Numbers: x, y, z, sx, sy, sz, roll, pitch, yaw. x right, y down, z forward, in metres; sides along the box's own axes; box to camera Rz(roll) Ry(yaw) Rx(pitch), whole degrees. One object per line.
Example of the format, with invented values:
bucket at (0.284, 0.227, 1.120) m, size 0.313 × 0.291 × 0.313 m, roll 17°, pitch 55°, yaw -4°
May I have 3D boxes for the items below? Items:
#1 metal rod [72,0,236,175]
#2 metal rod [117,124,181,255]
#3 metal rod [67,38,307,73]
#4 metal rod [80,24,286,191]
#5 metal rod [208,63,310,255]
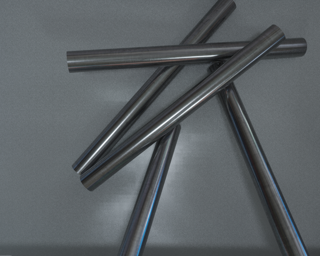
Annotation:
metal rod at (-0.007, -0.055, 0.411) m, size 0.025 × 0.025 × 0.300 m, roll 41°, pitch 90°, yaw -1°
metal rod at (-0.026, 0.116, 0.333) m, size 0.025 × 0.025 × 0.300 m, roll 20°, pitch 57°, yaw 0°
metal rod at (0.041, -0.092, 0.387) m, size 0.302 × 0.025 × 0.025 m, roll -6°, pitch 90°, yaw -10°
metal rod at (0.025, -0.022, 0.383) m, size 0.300 × 0.025 × 0.025 m, roll -38°, pitch 91°, yaw 4°
metal rod at (0.115, 0.051, 0.354) m, size 0.025 × 0.025 × 0.299 m, roll -16°, pitch 66°, yaw 0°
